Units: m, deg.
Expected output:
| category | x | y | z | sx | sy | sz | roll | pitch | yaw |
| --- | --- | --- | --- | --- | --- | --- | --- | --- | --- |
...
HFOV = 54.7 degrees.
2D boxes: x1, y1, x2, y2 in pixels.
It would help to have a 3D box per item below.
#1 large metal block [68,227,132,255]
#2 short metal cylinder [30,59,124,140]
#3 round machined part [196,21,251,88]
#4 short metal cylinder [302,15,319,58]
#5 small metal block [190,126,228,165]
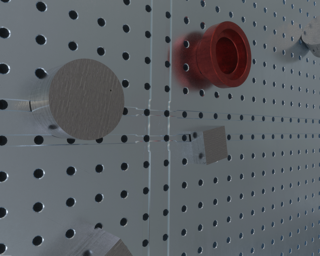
| category | x | y | z | sx | sy | sz | roll | pitch | yaw |
| --- | --- | --- | --- | --- | --- | --- | --- | --- | --- |
| large metal block | -0.065 | 0.171 | 0.338 | 0.080 | 0.050 | 0.080 | -42 | 116 | -32 |
| short metal cylinder | -0.085 | -0.028 | 0.322 | 0.081 | 0.050 | 0.080 | 0 | 90 | -40 |
| round machined part | 0.094 | -0.109 | 0.477 | 0.099 | 0.042 | 0.097 | 0 | 90 | -40 |
| short metal cylinder | 0.359 | -0.201 | 0.674 | 0.050 | 0.080 | 0.080 | 32 | 70 | -36 |
| small metal block | 0.076 | 0.025 | 0.472 | 0.050 | 0.025 | 0.050 | -13 | 98 | -39 |
